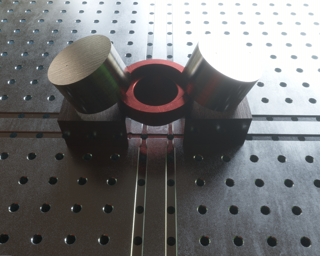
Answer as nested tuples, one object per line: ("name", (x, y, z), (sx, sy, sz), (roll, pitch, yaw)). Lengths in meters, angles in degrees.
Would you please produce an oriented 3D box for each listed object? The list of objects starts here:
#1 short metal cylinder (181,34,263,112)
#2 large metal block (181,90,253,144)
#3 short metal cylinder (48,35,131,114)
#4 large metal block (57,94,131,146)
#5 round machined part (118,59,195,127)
("short metal cylinder", (0.071, -0.065, 0.365), (0.081, 0.050, 0.080), (13, 48, -15))
("large metal block", (0.070, -0.026, 0.413), (0.081, 0.050, 0.080), (-1, 50, -1))
("short metal cylinder", (-0.081, -0.063, 0.362), (0.080, 0.050, 0.080), (-13, 49, 16))
("large metal block", (-0.080, -0.023, 0.410), (0.080, 0.050, 0.080), (1, 50, 0))
("round machined part", (-0.005, -0.041, 0.392), (0.099, 0.042, 0.098), (0, 50, 0))
